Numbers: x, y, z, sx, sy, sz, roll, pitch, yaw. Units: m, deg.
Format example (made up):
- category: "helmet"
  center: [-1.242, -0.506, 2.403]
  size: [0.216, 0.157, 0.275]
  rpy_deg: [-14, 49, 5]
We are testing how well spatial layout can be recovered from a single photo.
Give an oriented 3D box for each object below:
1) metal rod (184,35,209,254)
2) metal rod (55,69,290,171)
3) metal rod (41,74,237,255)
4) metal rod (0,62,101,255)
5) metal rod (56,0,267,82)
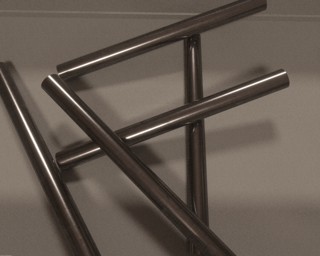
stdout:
- category: "metal rod"
  center: [0.047, 0.005, 0.408]
  size: [0.025, 0.025, 0.299]
  rpy_deg: [1, 70, 0]
- category: "metal rod"
  center: [0.015, -0.010, 0.390]
  size: [0.301, 0.025, 0.025]
  rpy_deg: [-20, 71, 1]
- category: "metal rod"
  center: [-0.031, 0.045, 0.358]
  size: [0.300, 0.025, 0.025]
  rpy_deg: [44, 76, 10]
- category: "metal rod"
  center: [-0.150, 0.031, 0.382]
  size: [0.025, 0.025, 0.299]
  rpy_deg: [-30, 68, -11]
- category: "metal rod"
  center: [0.002, -0.127, 0.435]
  size: [0.301, 0.025, 0.025]
  rpy_deg: [-20, 71, 0]
